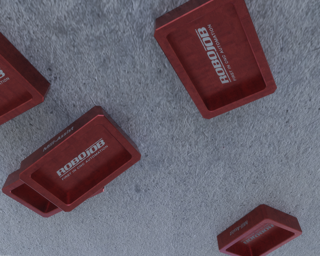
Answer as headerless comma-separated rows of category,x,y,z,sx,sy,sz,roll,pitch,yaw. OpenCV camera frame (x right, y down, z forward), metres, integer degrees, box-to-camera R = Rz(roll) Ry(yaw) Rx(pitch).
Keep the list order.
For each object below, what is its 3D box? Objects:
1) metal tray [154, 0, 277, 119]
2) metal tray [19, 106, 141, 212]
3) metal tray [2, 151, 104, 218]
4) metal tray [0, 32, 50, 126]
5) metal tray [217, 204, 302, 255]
metal tray,0.063,-0.077,0.338,0.090,0.030,0.130,-23,127,18
metal tray,-0.103,0.043,0.409,0.130,0.030,0.090,-37,123,2
metal tray,-0.160,0.084,0.473,0.130,0.030,0.090,-28,125,21
metal tray,-0.209,-0.046,0.362,0.130,0.030,0.090,-24,126,19
metal tray,0.181,0.199,0.574,0.090,0.030,0.129,25,126,-20
